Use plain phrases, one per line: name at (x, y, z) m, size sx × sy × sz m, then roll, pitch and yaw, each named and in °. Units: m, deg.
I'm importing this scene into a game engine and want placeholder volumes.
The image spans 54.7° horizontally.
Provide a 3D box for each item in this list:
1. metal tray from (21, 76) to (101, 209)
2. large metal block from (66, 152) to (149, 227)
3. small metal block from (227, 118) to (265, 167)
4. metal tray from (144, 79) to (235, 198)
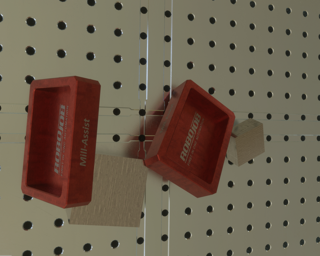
metal tray at (-0.109, 0.012, 0.336) m, size 0.030 × 0.090 × 0.129 m, roll 6°, pitch 88°, yaw -50°
large metal block at (-0.064, 0.072, 0.376) m, size 0.081 × 0.050 × 0.080 m, roll 10°, pitch 87°, yaw -20°
small metal block at (0.123, 0.020, 0.451) m, size 0.050 × 0.025 × 0.050 m, roll -25°, pitch 121°, yaw -19°
metal tray at (0.044, 0.012, 0.400) m, size 0.090 × 0.030 × 0.130 m, roll 35°, pitch 55°, yaw -18°
